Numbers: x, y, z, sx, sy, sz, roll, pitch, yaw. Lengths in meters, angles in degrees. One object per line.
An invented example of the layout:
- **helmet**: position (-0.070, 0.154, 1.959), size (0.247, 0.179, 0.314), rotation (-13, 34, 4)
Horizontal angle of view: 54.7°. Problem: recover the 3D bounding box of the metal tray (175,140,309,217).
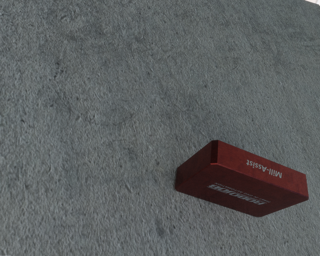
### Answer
- **metal tray**: position (0.095, 0.066, 0.372), size (0.131, 0.090, 0.030), rotation (21, 54, -16)
